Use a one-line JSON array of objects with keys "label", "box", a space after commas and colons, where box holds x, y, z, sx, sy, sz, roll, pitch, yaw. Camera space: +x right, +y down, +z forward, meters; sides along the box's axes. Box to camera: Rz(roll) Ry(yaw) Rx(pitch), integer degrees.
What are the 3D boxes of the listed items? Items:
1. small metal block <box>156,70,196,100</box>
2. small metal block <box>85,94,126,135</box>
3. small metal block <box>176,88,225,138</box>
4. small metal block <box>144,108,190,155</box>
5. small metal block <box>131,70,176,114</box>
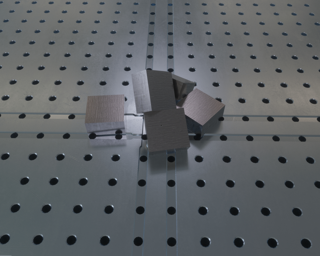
[{"label": "small metal block", "box": [0.016, -0.062, 0.443, 0.050, 0.025, 0.050, 25, 17, 20]}, {"label": "small metal block", "box": [-0.073, -0.018, 0.423, 0.050, 0.025, 0.050, -3, 50, -3]}, {"label": "small metal block", "box": [0.053, -0.022, 0.427, 0.050, 0.025, 0.050, 35, 58, 26]}, {"label": "small metal block", "box": [0.008, 0.004, 0.391, 0.050, 0.025, 0.050, -7, 78, -6]}, {"label": "small metal block", "box": [-0.007, -0.046, 0.396, 0.025, 0.050, 0.050, -9, -1, 39]}]
